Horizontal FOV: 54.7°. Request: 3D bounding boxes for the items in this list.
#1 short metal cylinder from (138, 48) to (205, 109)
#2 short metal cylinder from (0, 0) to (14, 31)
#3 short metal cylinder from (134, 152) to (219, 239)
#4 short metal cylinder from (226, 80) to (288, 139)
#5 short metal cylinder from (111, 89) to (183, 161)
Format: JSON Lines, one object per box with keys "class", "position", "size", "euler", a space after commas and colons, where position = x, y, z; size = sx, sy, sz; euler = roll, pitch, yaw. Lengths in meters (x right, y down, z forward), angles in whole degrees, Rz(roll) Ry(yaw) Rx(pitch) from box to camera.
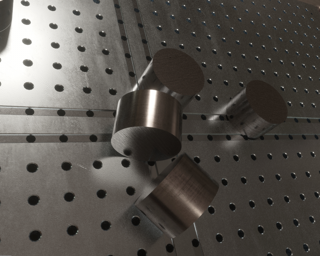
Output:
{"class": "short metal cylinder", "position": [0.016, -0.067, 0.443], "size": [0.081, 0.050, 0.080], "euler": [14, 56, -21]}
{"class": "short metal cylinder", "position": [-0.220, -0.160, 0.371], "size": [0.081, 0.050, 0.080], "euler": [14, 56, -21]}
{"class": "short metal cylinder", "position": [0.018, 0.072, 0.340], "size": [0.050, 0.080, 0.080], "euler": [44, 51, 1]}
{"class": "short metal cylinder", "position": [0.154, -0.030, 0.496], "size": [0.081, 0.050, 0.080], "euler": [14, 56, -21]}
{"class": "short metal cylinder", "position": [-0.014, -0.001, 0.367], "size": [0.081, 0.080, 0.050], "euler": [17, 55, -19]}
